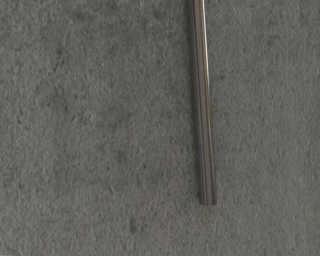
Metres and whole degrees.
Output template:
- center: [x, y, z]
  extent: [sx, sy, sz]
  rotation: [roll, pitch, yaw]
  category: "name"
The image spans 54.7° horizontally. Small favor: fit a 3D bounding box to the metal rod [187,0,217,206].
- center: [0.058, -0.043, 0.431]
  extent: [0.025, 0.025, 0.298]
  rotation: [-4, 92, -20]
  category: "metal rod"
